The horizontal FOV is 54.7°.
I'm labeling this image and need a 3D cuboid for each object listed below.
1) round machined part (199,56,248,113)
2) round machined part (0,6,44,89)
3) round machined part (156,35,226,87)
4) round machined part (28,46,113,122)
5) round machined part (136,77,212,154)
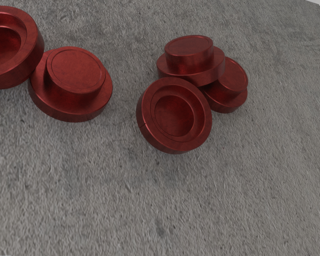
[{"bbox_3d":[0.100,-0.075,0.492,0.099,0.042,0.098,14,56,-21],"label":"round machined part"},{"bbox_3d":[-0.174,-0.081,0.333,0.099,0.042,0.098,0,63,1],"label":"round machined part"},{"bbox_3d":[0.043,-0.101,0.444,0.098,0.042,0.098,-7,37,6],"label":"round machined part"},{"bbox_3d":[-0.104,-0.059,0.373,0.099,0.042,0.098,14,56,-21],"label":"round machined part"},{"bbox_3d":[0.015,-0.013,0.401,0.099,0.042,0.098,8,69,-23],"label":"round machined part"}]
